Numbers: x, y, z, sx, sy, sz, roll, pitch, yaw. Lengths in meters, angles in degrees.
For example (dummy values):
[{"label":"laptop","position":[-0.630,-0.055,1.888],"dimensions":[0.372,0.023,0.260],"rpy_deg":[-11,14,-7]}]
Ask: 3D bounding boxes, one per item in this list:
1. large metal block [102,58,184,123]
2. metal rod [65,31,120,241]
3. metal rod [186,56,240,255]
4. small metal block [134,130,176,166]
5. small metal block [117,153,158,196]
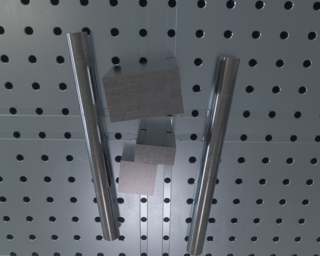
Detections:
[{"label":"large metal block","position":[-0.017,-0.048,0.366],"dimensions":[0.080,0.080,0.050],"rpy_deg":[-7,110,2]},{"label":"metal rod","position":[-0.087,0.025,0.421],"dimensions":[0.025,0.025,0.298],"rpy_deg":[-5,110,1]},{"label":"metal rod","position":[0.070,0.052,0.433],"dimensions":[0.025,0.025,0.298],"rpy_deg":[6,110,-2]},{"label":"small metal block","position":[-0.006,0.025,0.409],"dimensions":[0.050,0.050,0.025],"rpy_deg":[6,110,-3]},{"label":"small metal block","position":[-0.031,0.065,0.437],"dimensions":[0.050,0.025,0.050],"rpy_deg":[7,110,-3]}]
